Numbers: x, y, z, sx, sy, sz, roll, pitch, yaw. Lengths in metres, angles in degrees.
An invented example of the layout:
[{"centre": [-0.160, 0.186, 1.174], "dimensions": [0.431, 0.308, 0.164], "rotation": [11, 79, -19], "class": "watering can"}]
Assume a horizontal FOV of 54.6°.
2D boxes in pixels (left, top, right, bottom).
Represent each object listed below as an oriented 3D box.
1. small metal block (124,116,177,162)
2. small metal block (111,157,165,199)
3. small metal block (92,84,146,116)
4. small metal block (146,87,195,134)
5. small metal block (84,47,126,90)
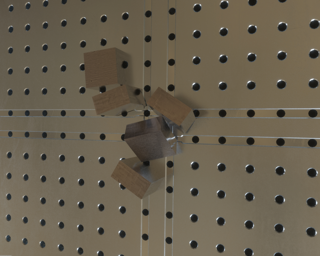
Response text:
[{"centre": [-0.011, 0.015, 0.402], "dimensions": [0.050, 0.050, 0.025], "rotation": [-14, 44, 19], "class": "small metal block"}, {"centre": [-0.028, 0.064, 0.410], "dimensions": [0.050, 0.050, 0.025], "rotation": [33, 101, 17], "class": "small metal block"}, {"centre": [-0.054, -0.036, 0.419], "dimensions": [0.050, 0.050, 0.025], "rotation": [-18, 84, 19], "class": "small metal block"}, {"centre": [0.015, -0.021, 0.392], "dimensions": [0.050, 0.050, 0.025], "rotation": [36, 87, 16], "class": "small metal block"}, {"centre": [-0.078, -0.083, 0.441], "dimensions": [0.050, 0.025, 0.050], "rotation": [-5, 88, 20], "class": "small metal block"}]
